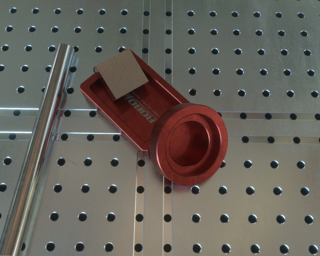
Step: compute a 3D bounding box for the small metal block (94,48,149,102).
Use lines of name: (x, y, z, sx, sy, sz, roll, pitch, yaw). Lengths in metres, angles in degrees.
small metal block: (-0.052, -0.070, 0.412, 0.050, 0.025, 0.050, -32, 95, -15)

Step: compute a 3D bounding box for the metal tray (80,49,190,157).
metal tray: (-0.032, -0.037, 0.421, 0.090, 0.030, 0.130, -43, 76, -14)

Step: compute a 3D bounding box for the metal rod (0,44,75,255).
metal rod: (-0.157, 0.023, 0.401, 0.025, 0.025, 0.299, 7, 70, 2)

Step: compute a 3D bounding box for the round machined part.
round machined part: (0.031, 0.018, 0.380, 0.099, 0.042, 0.097, -5, 101, -26)
